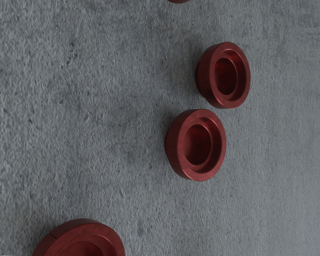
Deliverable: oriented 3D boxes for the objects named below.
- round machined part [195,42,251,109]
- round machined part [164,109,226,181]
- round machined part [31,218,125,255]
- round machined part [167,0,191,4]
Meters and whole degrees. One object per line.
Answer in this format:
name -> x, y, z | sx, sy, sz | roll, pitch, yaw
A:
round machined part -> 0.091, -0.077, 0.470 | 0.099, 0.042, 0.097 | 0, 90, -40
round machined part -> 0.045, 0.023, 0.431 | 0.099, 0.042, 0.097 | 0, 90, -40
round machined part -> -0.088, 0.142, 0.320 | 0.099, 0.042, 0.097 | 0, 90, -40
round machined part -> 0.015, -0.213, 0.406 | 0.099, 0.042, 0.097 | 0, 90, -40
